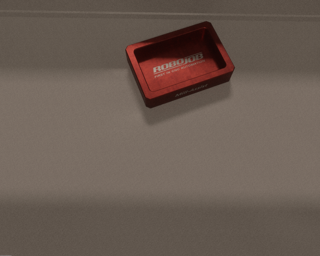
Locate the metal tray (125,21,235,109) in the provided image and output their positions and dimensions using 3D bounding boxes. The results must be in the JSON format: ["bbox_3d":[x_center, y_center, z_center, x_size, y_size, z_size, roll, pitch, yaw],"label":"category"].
[{"bbox_3d":[0.027,-0.091,0.440,0.131,0.030,0.090,-20,71,-8],"label":"metal tray"}]
